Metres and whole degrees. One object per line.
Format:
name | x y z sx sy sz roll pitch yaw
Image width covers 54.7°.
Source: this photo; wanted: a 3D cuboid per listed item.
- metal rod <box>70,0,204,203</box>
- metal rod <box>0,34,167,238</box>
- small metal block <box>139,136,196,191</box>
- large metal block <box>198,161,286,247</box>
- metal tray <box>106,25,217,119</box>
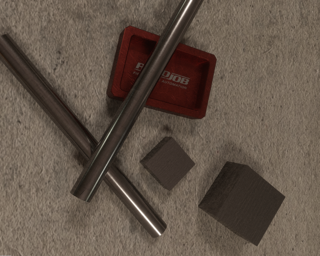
metal rod | -0.018 -0.053 0.370 0.025 0.025 0.299 32 80 -18
metal rod | -0.090 0.019 0.376 0.025 0.025 0.300 -41 103 -16
small metal block | 0.010 0.047 0.414 0.050 0.025 0.050 -45 104 -15
large metal block | 0.116 0.105 0.440 0.080 0.050 0.080 39 78 -16
metal tray | 0.004 -0.069 0.408 0.131 0.030 0.090 13 85 -20
